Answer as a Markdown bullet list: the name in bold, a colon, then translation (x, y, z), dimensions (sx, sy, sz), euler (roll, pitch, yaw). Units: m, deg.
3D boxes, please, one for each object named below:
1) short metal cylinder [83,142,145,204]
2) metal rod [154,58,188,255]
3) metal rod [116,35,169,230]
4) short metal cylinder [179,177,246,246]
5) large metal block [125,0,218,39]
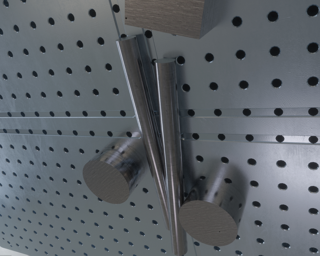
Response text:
- **short metal cylinder**: translation (-0.070, 0.069, 0.474), dimensions (0.080, 0.050, 0.079), euler (13, 124, 21)
- **metal rod**: translation (0.018, 0.056, 0.422), dimensions (0.025, 0.025, 0.298), euler (7, 118, 25)
- **metal rod**: translation (-0.010, 0.025, 0.431), dimensions (0.025, 0.025, 0.298), euler (1, 119, 27)
- **short metal cylinder**: translation (0.072, 0.115, 0.428), dimensions (0.080, 0.050, 0.079), euler (13, 124, 21)
- **large metal block**: translation (0.014, -0.140, 0.302), dimensions (0.080, 0.050, 0.079), euler (17, 125, 18)
